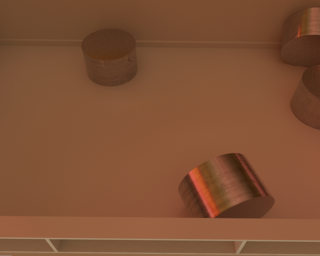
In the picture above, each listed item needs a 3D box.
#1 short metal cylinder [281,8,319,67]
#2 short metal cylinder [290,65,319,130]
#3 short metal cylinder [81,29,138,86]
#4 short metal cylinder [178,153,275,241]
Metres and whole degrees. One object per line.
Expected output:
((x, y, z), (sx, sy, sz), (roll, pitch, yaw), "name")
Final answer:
((0.233, -0.139, 0.482), (0.080, 0.080, 0.050), (10, 70, 8), "short metal cylinder")
((0.229, -0.043, 0.428), (0.081, 0.050, 0.080), (0, 50, 0), "short metal cylinder")
((-0.077, -0.110, 0.480), (0.081, 0.050, 0.080), (0, 50, 0), "short metal cylinder")
((0.065, 0.070, 0.312), (0.081, 0.080, 0.050), (-16, 52, -13), "short metal cylinder")
